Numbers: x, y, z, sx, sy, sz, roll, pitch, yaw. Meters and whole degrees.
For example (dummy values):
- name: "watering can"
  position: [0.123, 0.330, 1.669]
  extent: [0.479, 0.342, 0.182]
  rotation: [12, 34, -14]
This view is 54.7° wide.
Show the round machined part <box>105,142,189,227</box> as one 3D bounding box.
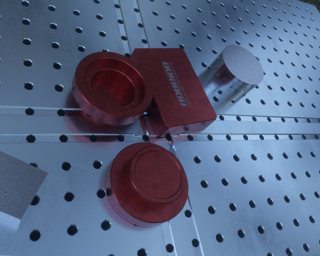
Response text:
- name: "round machined part"
  position: [-0.010, 0.060, 0.357]
  extent: [0.099, 0.042, 0.098]
  rotation: [14, 56, -21]

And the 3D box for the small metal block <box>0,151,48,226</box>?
- name: "small metal block"
  position: [-0.144, 0.057, 0.296]
  extent: [0.050, 0.025, 0.050]
  rotation: [28, 52, -11]

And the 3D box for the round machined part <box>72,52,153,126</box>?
- name: "round machined part"
  position: [-0.062, -0.045, 0.393]
  extent: [0.099, 0.042, 0.098]
  rotation: [14, 56, -21]

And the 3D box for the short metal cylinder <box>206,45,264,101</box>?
- name: "short metal cylinder"
  position: [0.124, -0.091, 0.517]
  extent: [0.081, 0.050, 0.080]
  rotation: [14, 56, -21]

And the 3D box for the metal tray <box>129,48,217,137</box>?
- name: "metal tray"
  position: [0.016, -0.056, 0.450]
  extent: [0.091, 0.030, 0.130]
  rotation: [-10, 67, -33]
